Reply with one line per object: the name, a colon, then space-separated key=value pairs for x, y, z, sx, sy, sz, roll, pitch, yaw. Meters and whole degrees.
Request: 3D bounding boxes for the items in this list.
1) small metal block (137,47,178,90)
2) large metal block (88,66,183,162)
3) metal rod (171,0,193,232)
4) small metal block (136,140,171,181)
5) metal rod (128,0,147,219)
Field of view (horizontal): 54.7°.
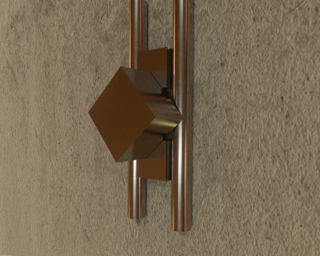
small metal block: x=-0.003 y=-0.075 z=0.405 sx=0.050 sy=0.025 sz=0.050 roll=1 pitch=91 yaw=39
large metal block: x=-0.032 y=-0.016 z=0.380 sx=0.080 sy=0.050 sz=0.080 roll=-48 pitch=62 yaw=29
metal rod: x=0.027 y=-0.024 z=0.383 sx=0.025 sy=0.025 sz=0.298 roll=1 pitch=91 yaw=39
small metal block: x=-0.004 y=0.040 z=0.406 sx=0.050 sy=0.025 sz=0.050 roll=1 pitch=91 yaw=39
metal rod: x=-0.031 y=-0.025 z=0.431 sx=0.025 sy=0.025 sz=0.298 roll=1 pitch=91 yaw=39
